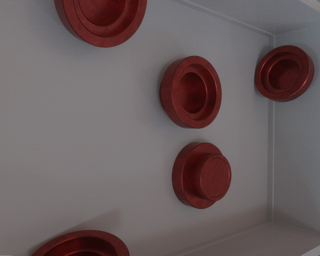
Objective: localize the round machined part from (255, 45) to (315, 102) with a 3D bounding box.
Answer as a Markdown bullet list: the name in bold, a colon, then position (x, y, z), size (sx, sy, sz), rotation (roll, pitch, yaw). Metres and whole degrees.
- **round machined part**: position (0.224, -0.093, 0.550), size (0.042, 0.098, 0.097), rotation (14, 81, -43)

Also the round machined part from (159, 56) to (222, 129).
- **round machined part**: position (0.038, -0.048, 0.430), size (0.099, 0.042, 0.097), rotation (0, 90, -40)

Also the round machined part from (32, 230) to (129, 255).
- **round machined part**: position (-0.077, 0.146, 0.298), size (0.099, 0.098, 0.042), rotation (-18, 114, -39)

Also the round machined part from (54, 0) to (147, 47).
- **round machined part**: position (-0.065, -0.139, 0.328), size (0.099, 0.042, 0.097), rotation (-22, 126, -33)

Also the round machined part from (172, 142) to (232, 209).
- **round machined part**: position (0.068, 0.070, 0.455), size (0.099, 0.042, 0.097), rotation (0, 90, -40)
